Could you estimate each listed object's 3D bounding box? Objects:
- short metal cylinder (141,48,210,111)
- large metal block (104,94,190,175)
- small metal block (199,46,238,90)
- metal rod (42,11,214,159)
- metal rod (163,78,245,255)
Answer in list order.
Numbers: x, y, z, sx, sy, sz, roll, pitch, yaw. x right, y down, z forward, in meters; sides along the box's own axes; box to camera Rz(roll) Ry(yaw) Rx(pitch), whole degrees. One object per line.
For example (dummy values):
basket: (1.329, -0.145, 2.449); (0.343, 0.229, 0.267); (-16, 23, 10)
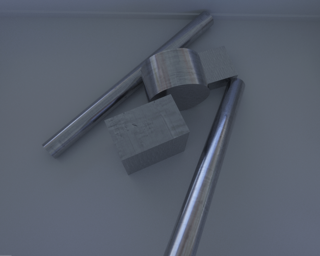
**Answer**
short metal cylinder: (0.019, -0.059, 0.402); (0.081, 0.080, 0.050); (-11, 71, -4)
large metal block: (-0.014, 0.011, 0.376); (0.080, 0.080, 0.050); (-23, 72, -8)
small metal block: (0.076, -0.084, 0.441); (0.050, 0.025, 0.050); (-17, 71, -7)
metal rod: (-0.035, -0.068, 0.434); (0.301, 0.025, 0.025); (-43, 76, -14)
metal rod: (0.054, 0.036, 0.331); (0.025, 0.025, 0.301); (22, 46, 7)
